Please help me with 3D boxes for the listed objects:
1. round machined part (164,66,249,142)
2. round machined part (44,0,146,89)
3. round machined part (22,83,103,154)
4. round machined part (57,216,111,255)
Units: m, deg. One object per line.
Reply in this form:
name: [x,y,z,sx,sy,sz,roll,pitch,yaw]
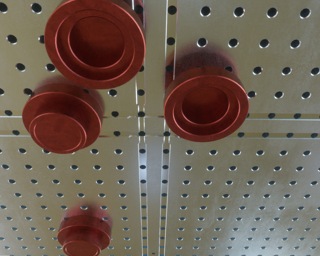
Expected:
round machined part: [0.054,-0.032,0.374,0.099,0.042,0.097,-1,130,0]
round machined part: [-0.064,-0.092,0.321,0.099,0.042,0.097,-1,130,0]
round machined part: [-0.125,-0.005,0.395,0.099,0.042,0.097,-1,130,0]
round machined part: [-0.142,0.209,0.576,0.099,0.042,0.097,-1,130,0]
